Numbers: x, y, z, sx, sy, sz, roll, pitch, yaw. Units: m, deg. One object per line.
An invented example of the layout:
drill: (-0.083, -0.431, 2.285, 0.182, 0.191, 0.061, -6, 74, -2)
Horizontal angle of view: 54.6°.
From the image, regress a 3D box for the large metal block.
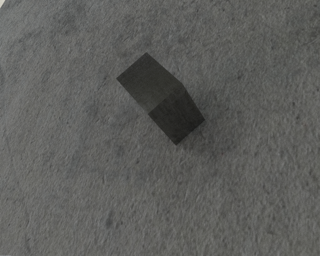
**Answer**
large metal block: (0.002, -0.036, 0.391, 0.050, 0.080, 0.080, -42, 51, 0)
